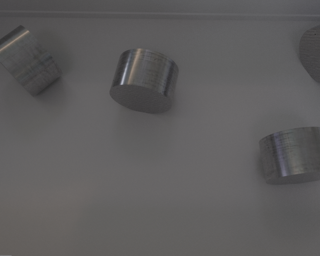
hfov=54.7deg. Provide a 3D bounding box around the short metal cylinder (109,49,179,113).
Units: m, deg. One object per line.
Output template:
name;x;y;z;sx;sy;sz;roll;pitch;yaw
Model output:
short metal cylinder;-0.020;-0.058;0.401;0.080;0.080;0.050;11;71;4

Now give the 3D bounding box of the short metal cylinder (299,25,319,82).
short metal cylinder;0.238;-0.106;0.421;0.050;0.080;0.080;-25;72;-9

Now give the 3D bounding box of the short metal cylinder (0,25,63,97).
short metal cylinder;-0.177;-0.087;0.411;0.080;0.080;0.050;43;76;14

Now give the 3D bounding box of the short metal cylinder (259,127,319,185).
short metal cylinder;0.163;0.036;0.368;0.081;0.080;0.050;-4;70;-1
